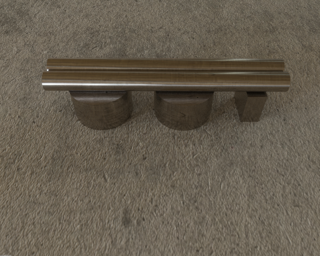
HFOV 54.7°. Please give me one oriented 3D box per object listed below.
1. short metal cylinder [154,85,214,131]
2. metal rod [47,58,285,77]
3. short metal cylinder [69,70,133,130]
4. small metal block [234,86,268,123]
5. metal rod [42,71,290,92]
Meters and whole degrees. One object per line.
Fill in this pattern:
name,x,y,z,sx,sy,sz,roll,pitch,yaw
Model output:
short metal cylinder,0.032,-0.042,0.424,0.081,0.050,0.080,0,50,0
metal rod,0.008,-0.079,0.405,0.302,0.025,0.025,0,50,0
short metal cylinder,-0.079,-0.043,0.423,0.081,0.050,0.080,0,50,0
small metal block,0.123,-0.042,0.426,0.025,0.050,0.050,-1,50,-1
metal rod,0.008,-0.058,0.388,0.302,0.025,0.025,0,50,0
